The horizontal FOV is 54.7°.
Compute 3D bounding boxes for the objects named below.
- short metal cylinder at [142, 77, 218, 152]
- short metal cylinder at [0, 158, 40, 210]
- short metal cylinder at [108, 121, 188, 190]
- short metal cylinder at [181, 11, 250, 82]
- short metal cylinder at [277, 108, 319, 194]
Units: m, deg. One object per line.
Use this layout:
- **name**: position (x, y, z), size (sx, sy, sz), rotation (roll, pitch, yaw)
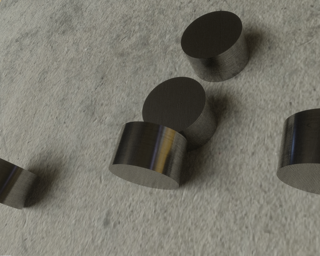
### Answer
- **short metal cylinder**: position (0.025, -0.016, 0.383), size (0.080, 0.050, 0.080), rotation (-13, 56, 20)
- **short metal cylinder**: position (-0.219, 0.075, 0.435), size (0.080, 0.080, 0.050), rotation (12, 68, 33)
- **short metal cylinder**: position (-0.012, 0.033, 0.353), size (0.080, 0.080, 0.050), rotation (1, 63, 28)
- **short metal cylinder**: position (0.075, -0.108, 0.414), size (0.080, 0.050, 0.080), rotation (-13, 56, 20)
- **short metal cylinder**: position (0.149, 0.024, 0.275), size (0.080, 0.080, 0.050), rotation (4, 64, 29)
